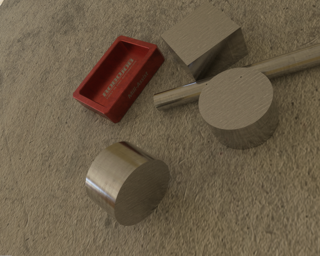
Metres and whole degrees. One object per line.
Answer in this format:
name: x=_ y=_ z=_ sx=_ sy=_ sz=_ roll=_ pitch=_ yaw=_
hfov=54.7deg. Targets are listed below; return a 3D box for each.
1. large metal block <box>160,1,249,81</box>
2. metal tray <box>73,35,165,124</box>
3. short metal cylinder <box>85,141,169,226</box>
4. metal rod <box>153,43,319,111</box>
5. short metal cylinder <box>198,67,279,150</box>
large metal block: x=0.060 y=-0.115 z=0.427 sx=0.080 sy=0.050 sz=0.080 roll=-36 pitch=51 yaw=4
metal tray: x=-0.065 y=-0.080 z=0.483 sx=0.090 sy=0.030 sz=0.130 roll=26 pitch=76 yaw=37
short metal cylinder: x=-0.035 y=0.061 z=0.349 sx=0.050 sy=0.080 sz=0.080 roll=27 pitch=76 yaw=37
metal rod: x=0.134 y=-0.072 z=0.377 sx=0.301 sy=0.025 sz=0.025 roll=-15 pitch=56 yaw=19
short metal cylinder: x=0.090 y=-0.022 z=0.354 sx=0.080 sy=0.050 sz=0.080 roll=-13 pitch=56 yaw=21
